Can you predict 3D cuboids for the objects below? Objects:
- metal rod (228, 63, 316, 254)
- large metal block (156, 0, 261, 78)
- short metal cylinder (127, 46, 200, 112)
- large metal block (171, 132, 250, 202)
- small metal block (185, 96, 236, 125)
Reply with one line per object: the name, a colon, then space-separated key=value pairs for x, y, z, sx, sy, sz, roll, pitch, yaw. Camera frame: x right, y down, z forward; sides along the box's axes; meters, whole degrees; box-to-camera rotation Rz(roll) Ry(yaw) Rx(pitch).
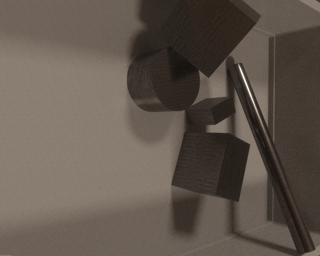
metal rod: x=0.167 y=0.036 z=0.478 sx=0.025 sy=0.025 sz=0.299 roll=-3 pitch=70 yaw=-40
large metal block: x=0.057 y=-0.120 z=0.363 sx=0.080 sy=0.080 sz=0.050 roll=40 pitch=35 yaw=-1
short metal cylinder: x=0.005 y=-0.061 z=0.397 sx=0.081 sy=0.050 sz=0.079 roll=-1 pitch=91 yaw=-40
large metal block: x=0.070 y=0.052 z=0.432 sx=0.050 sy=0.080 sz=0.080 roll=25 pitch=75 yaw=-38
small metal block: x=0.074 y=-0.025 z=0.455 sx=0.050 sy=0.050 sz=0.025 roll=-28 pitch=108 yaw=-37
